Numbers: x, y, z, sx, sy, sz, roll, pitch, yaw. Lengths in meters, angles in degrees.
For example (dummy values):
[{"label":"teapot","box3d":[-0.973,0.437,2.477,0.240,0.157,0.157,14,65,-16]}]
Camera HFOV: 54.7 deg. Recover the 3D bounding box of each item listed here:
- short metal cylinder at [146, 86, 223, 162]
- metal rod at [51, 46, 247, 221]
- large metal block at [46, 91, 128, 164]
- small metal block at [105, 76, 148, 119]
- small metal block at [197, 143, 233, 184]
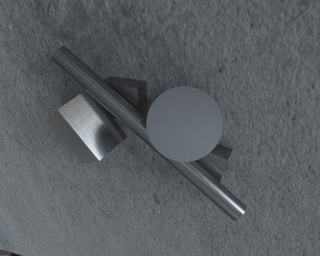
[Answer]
[{"label":"short metal cylinder","box3d":[0.025,-0.004,0.349,0.081,0.050,0.079,0,89,-2]},{"label":"metal rod","box3d":[-0.013,0.007,0.386,0.300,0.025,0.025,41,129,-1]},{"label":"large metal block","box3d":[-0.102,0.001,0.423,0.080,0.050,0.080,53,151,-11]},{"label":"small metal block","box3d":[-0.044,-0.038,0.407,0.050,0.025,0.050,12,123,21]},{"label":"small metal block","box3d":[0.061,0.043,0.403,0.050,0.025,0.050,22,127,14]}]
